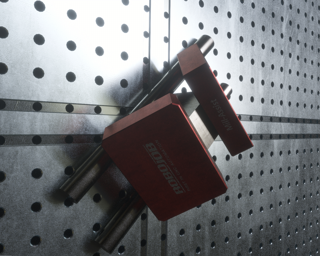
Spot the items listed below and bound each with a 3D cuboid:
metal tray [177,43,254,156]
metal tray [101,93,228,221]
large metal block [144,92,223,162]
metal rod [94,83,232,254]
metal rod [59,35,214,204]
[{"bbox_3d":[0.070,-0.037,0.399,0.130,0.030,0.090,54,15,-26],"label":"metal tray"},{"bbox_3d":[0.008,0.037,0.347,0.090,0.030,0.130,-28,115,9],"label":"metal tray"},{"bbox_3d":[0.027,-0.002,0.397,0.080,0.080,0.050,-50,120,-29],"label":"large metal block"},{"bbox_3d":[0.020,0.037,0.428,0.301,0.025,0.025,-49,120,-29],"label":"metal rod"},{"bbox_3d":[-0.013,-0.029,0.400,0.301,0.025,0.025,-50,120,-28],"label":"metal rod"}]
